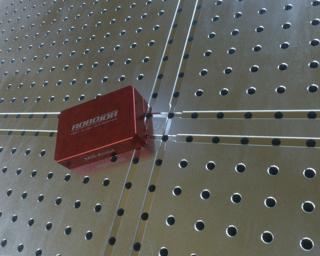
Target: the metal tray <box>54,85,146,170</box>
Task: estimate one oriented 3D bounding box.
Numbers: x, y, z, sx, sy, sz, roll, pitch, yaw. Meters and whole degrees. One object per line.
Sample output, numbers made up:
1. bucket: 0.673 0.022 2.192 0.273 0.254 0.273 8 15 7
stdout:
1. metal tray: -0.087 0.000 0.449 0.130 0.030 0.090 -18 55 17
